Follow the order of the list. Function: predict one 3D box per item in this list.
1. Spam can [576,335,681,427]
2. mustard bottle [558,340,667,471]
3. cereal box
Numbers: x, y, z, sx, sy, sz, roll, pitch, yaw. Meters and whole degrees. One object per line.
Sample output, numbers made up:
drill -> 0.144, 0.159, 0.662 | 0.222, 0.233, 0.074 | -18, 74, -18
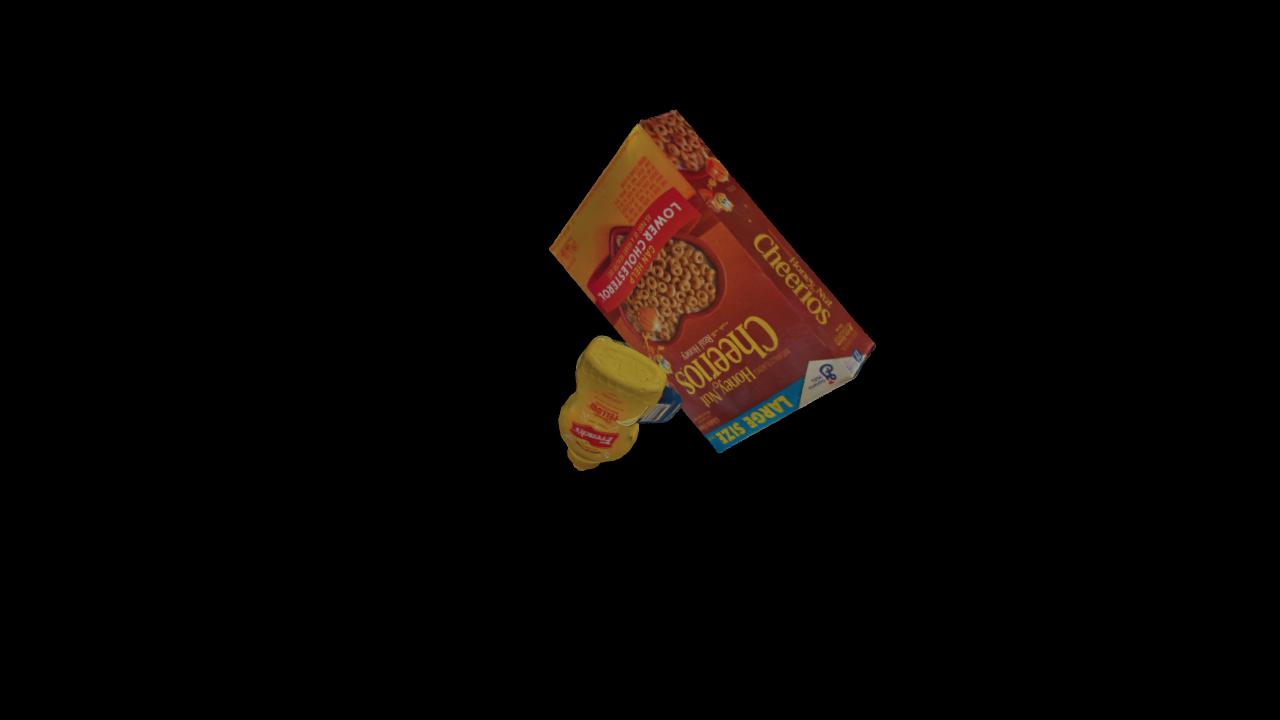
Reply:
Spam can -> -0.008, 0.024, 0.677 | 0.101, 0.058, 0.085 | 48, 18, 25
mustard bottle -> -0.042, 0.065, 0.674 | 0.092, 0.184, 0.054 | 22, 42, -5
cereal box -> 0.062, -0.068, 0.638 | 0.081, 0.306, 0.203 | -38, -1, -42
